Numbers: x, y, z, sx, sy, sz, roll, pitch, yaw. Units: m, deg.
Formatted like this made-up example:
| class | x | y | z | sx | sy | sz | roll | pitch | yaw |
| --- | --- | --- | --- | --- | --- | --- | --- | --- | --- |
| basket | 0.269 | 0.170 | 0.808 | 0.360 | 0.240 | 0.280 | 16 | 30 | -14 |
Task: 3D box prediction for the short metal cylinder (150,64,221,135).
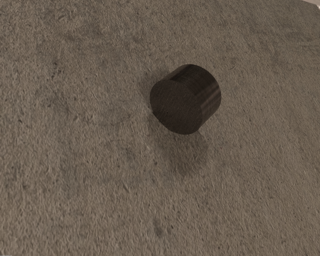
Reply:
| class | x | y | z | sx | sy | sz | roll | pitch | yaw |
| --- | --- | --- | --- | --- | --- | --- | --- | --- | --- |
| short metal cylinder | 0.034 | -0.038 | 0.412 | 0.080 | 0.080 | 0.050 | 46 | 51 | 3 |
